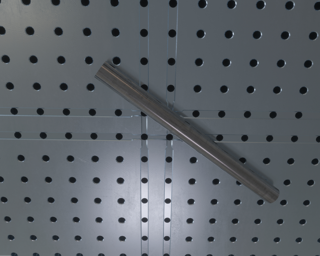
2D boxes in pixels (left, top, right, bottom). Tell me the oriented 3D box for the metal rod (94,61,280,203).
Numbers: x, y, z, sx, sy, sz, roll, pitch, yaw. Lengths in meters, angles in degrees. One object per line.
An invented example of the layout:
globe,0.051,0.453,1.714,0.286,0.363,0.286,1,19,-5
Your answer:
metal rod,0.045,0.013,0.418,0.301,0.025,0.025,36,106,-12
